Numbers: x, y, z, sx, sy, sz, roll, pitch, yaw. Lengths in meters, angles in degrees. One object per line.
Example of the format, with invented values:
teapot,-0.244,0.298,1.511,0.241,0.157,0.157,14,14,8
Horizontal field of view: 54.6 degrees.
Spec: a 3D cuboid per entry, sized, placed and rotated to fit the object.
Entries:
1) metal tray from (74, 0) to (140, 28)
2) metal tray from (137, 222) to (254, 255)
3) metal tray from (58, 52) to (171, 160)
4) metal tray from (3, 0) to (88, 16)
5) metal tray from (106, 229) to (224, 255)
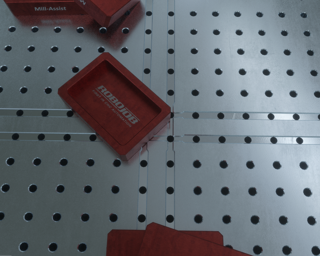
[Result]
metal tray,-0.099,-0.224,0.462,0.130,0.030,0.090,42,64,-5
metal tray,0.036,0.161,0.318,0.130,0.030,0.090,17,71,6
metal tray,-0.061,-0.031,0.420,0.130,0.030,0.090,43,75,14
metal tray,-0.170,-0.225,0.491,0.131,0.030,0.090,-2,70,-1
metal tray,0.005,0.163,0.350,0.131,0.030,0.090,1,70,0
